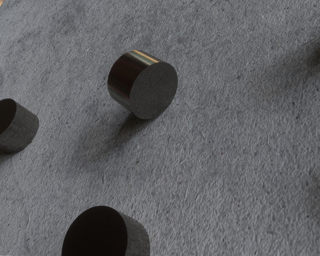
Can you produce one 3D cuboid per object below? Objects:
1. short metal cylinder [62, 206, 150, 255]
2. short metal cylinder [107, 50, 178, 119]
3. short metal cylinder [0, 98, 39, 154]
[{"bbox_3d":[-0.058,0.131,0.338,0.080,0.050,0.080,-13,56,21],"label":"short metal cylinder"},{"bbox_3d":[-0.023,-0.058,0.416,0.080,0.080,0.050,-49,51,-7],"label":"short metal cylinder"},{"bbox_3d":[-0.255,-0.003,0.524,0.080,0.050,0.080,-13,56,21],"label":"short metal cylinder"}]
